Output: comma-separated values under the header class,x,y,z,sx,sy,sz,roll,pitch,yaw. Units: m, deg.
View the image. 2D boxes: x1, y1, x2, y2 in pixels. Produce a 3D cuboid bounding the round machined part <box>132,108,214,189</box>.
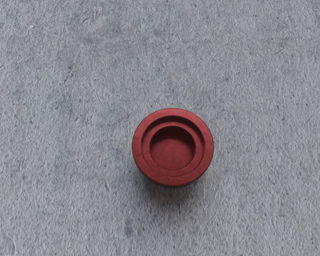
class,x,y,z,sx,sy,sz,roll,pitch,yaw
round machined part,0.015,0.027,0.390,0.099,0.042,0.098,0,70,-1
